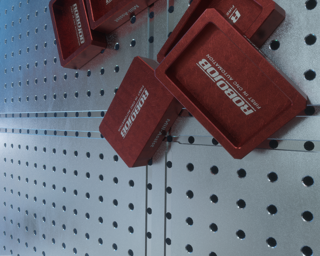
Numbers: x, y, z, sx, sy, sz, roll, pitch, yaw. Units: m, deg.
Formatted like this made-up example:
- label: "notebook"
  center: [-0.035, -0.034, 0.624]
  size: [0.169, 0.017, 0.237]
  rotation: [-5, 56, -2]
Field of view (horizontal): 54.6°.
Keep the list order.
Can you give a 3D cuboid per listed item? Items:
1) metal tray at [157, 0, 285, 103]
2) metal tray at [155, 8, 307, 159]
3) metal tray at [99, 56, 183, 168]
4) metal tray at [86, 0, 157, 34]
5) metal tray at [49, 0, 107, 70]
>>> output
- label: "metal tray"
  center: [0.062, -0.103, 0.355]
  size: [0.090, 0.030, 0.129]
  rotation: [52, 120, 27]
- label: "metal tray"
  center: [0.069, -0.044, 0.317]
  size: [0.130, 0.030, 0.090]
  rotation: [47, 118, 5]
- label: "metal tray"
  center: [-0.027, -0.021, 0.429]
  size: [0.090, 0.030, 0.129]
  rotation: [46, 117, 30]
- label: "metal tray"
  center: [-0.057, -0.208, 0.454]
  size: [0.130, 0.030, 0.090]
  rotation: [-19, 78, 38]
- label: "metal tray"
  center: [-0.142, -0.176, 0.524]
  size: [0.090, 0.030, 0.130]
  rotation: [-24, 75, 37]
